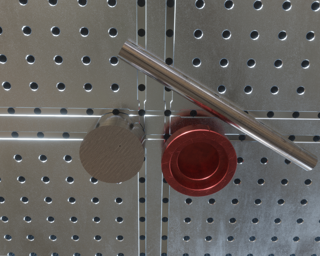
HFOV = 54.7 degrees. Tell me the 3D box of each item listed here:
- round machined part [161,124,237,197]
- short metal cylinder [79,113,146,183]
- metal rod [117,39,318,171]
[{"bbox_3d":[0.051,0.040,0.420,0.099,0.042,0.097,0,110,-1],"label":"round machined part"},{"bbox_3d":[-0.060,0.025,0.409,0.081,0.050,0.079,0,110,-1],"label":"short metal cylinder"},{"bbox_3d":[0.082,-0.024,0.405,0.301,0.025,0.025,30,107,-11],"label":"metal rod"}]
